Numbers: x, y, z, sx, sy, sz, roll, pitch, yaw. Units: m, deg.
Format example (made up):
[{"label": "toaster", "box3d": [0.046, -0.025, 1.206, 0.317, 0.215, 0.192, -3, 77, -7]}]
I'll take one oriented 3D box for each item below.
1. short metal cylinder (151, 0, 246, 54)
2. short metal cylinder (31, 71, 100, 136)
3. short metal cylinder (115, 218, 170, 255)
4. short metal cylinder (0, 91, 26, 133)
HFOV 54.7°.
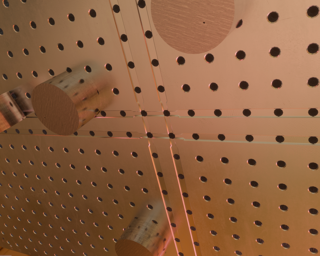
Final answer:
[{"label": "short metal cylinder", "box3d": [0.038, -0.118, 0.302, 0.080, 0.050, 0.079, 13, 124, 21]}, {"label": "short metal cylinder", "box3d": [-0.134, -0.036, 0.444, 0.080, 0.050, 0.079, 13, 124, 21]}, {"label": "short metal cylinder", "box3d": [-0.030, 0.204, 0.537, 0.080, 0.050, 0.079, 13, 124, 21]}, {"label": "short metal cylinder", "box3d": [-0.271, -0.020, 0.507, 0.080, 0.080, 0.050, -15, 111, 34]}]
